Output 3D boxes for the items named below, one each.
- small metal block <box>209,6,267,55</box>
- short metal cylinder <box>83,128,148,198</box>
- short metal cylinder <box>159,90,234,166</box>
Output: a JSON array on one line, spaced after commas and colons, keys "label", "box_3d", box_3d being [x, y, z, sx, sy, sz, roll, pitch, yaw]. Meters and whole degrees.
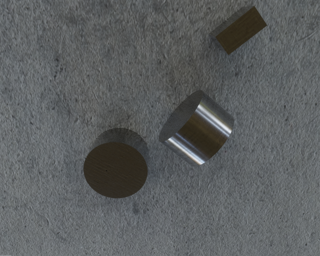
[{"label": "small metal block", "box_3d": [0.087, -0.113, 0.356, 0.050, 0.050, 0.025, -37, 106, 12]}, {"label": "short metal cylinder", "box_3d": [-0.056, 0.046, 0.413, 0.081, 0.050, 0.079, 0, 110, 0]}, {"label": "short metal cylinder", "box_3d": [0.044, 0.000, 0.381, 0.050, 0.080, 0.080, 39, 106, -13]}]
